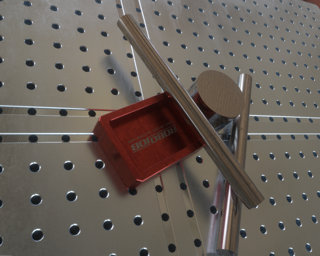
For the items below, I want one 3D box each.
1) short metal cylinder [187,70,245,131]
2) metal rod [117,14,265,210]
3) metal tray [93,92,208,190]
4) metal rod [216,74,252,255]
[{"bbox_3d":[0.077,-0.038,0.456,0.081,0.050,0.080,14,56,-21],"label":"short metal cylinder"},{"bbox_3d":[0.033,-0.029,0.404,0.025,0.025,0.299,-26,76,-37],"label":"metal rod"},{"bbox_3d":[-0.006,0.009,0.395,0.131,0.030,0.090,-25,76,-37],"label":"metal tray"},{"bbox_3d":[0.113,0.030,0.450,0.025,0.025,0.300,26,52,-12],"label":"metal rod"}]
